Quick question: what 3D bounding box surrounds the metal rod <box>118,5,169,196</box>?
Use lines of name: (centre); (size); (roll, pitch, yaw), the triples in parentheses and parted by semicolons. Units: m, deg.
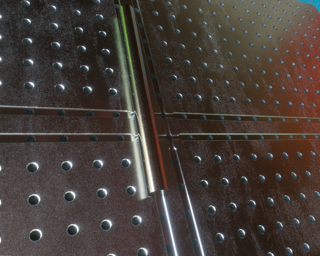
metal rod: (-0.028, -0.055, 0.427); (0.025, 0.025, 0.299); (3, 60, -27)
